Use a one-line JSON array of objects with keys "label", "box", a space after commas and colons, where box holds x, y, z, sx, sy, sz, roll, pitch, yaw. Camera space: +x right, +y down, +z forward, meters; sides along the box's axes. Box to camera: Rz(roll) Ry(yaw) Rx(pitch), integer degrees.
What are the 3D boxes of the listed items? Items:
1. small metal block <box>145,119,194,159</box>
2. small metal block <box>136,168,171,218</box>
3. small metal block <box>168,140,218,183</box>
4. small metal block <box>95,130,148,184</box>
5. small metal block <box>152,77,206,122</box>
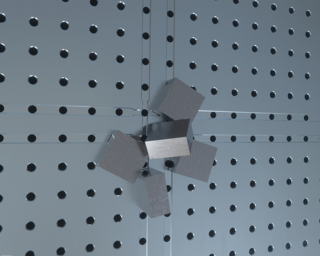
[{"label": "small metal block", "box": [0.013, 0.013, 0.391, 0.050, 0.050, 0.025, -7, 115, 14]}, {"label": "small metal block", "box": [-0.011, 0.081, 0.395, 0.025, 0.050, 0.050, -10, 94, -20]}, {"label": "small metal block", "box": [0.046, 0.043, 0.429, 0.050, 0.025, 0.050, 19, 84, -19]}, {"label": "small metal block", "box": [-0.046, 0.037, 0.396, 0.050, 0.025, 0.050, 31, 80, -17]}, {"label": "small metal block", "box": [0.025, -0.033, 0.422, 0.050, 0.025, 0.050, 32, 80, -17]}]
